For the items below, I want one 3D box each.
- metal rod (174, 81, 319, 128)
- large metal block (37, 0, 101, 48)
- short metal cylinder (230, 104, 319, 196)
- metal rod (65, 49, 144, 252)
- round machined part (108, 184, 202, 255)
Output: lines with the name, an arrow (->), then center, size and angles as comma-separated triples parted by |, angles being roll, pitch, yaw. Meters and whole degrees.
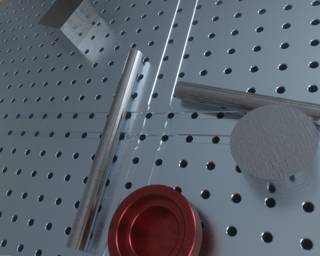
metal rod -> 0.147, -0.019, 0.342 | 0.300, 0.025, 0.025 | 15, 70, 34
large metal block -> -0.180, -0.214, 0.615 | 0.080, 0.050, 0.080 | 23, 74, 36
short metal cylinder -> 0.117, 0.023, 0.316 | 0.080, 0.050, 0.080 | -13, 57, 20
metal rod -> -0.070, 0.014, 0.434 | 0.025, 0.025, 0.300 | -1, 61, 27
round machined part -> -0.002, 0.113, 0.328 | 0.098, 0.042, 0.098 | -13, 56, 20
